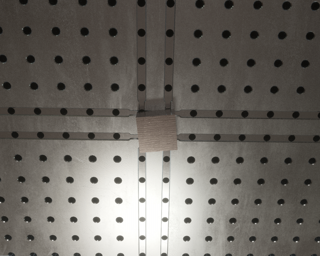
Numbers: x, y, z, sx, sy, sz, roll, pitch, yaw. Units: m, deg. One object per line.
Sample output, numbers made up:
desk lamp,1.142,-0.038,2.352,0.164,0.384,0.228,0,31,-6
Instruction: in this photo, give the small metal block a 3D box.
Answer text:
small metal block,-0.004,0.004,0.415,0.050,0.025,0.050,-5,110,1
